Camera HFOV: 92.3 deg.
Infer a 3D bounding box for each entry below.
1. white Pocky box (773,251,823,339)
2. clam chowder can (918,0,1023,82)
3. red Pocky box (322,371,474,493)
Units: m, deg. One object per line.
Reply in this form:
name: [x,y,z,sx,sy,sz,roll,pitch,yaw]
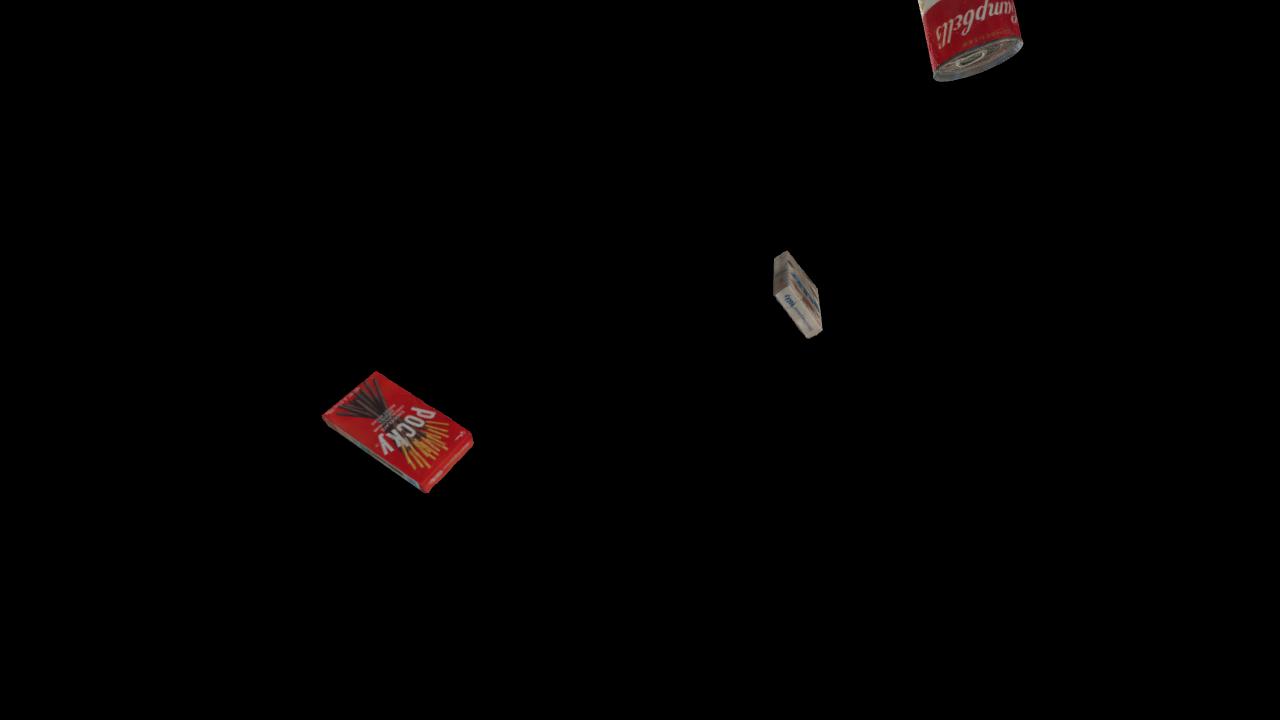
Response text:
white Pocky box: [0.226,-0.098,0.888,0.028,0.084,0.154,-34,16,26]
clam chowder can: [0.270,-0.297,0.512,0.068,0.102,0.068,-12,0,0]
red Pocky box: [-0.278,0.080,0.711,0.155,0.028,0.083,29,53,14]
